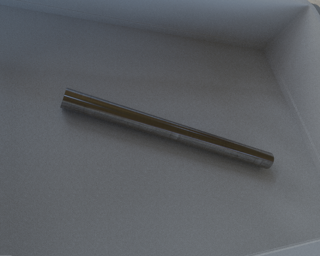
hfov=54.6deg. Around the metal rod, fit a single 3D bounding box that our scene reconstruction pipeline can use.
[{"bbox_3d":[0.023,0.006,0.412,0.302,0.025,0.025,17,55,-18],"label":"metal rod"}]
